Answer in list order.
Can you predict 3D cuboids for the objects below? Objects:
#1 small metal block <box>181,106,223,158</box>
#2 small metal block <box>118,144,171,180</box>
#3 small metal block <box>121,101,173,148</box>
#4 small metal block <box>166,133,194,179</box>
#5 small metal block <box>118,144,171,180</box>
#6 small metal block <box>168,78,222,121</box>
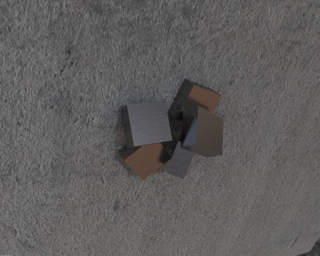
[{"bbox_3d":[0.054,0.006,0.394,0.050,0.025,0.050,23,62,-37],"label":"small metal block"},{"bbox_3d":[-0.020,0.035,0.421,0.050,0.025,0.050,-39,129,-3],"label":"small metal block"},{"bbox_3d":[-0.017,-0.004,0.382,0.050,0.025,0.050,-8,84,-25],"label":"small metal block"},{"bbox_3d":[0.033,0.035,0.430,0.025,0.050,0.050,20,112,4],"label":"small metal block"},{"bbox_3d":[-0.020,0.035,0.421,0.050,0.025,0.050,-38,130,-3],"label":"small metal block"},{"bbox_3d":[0.046,-0.033,0.415,0.050,0.025,0.050,15,111,-35],"label":"small metal block"}]
